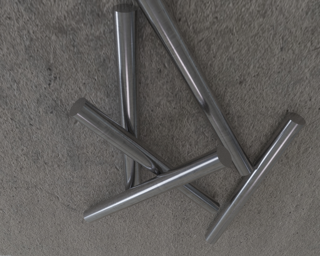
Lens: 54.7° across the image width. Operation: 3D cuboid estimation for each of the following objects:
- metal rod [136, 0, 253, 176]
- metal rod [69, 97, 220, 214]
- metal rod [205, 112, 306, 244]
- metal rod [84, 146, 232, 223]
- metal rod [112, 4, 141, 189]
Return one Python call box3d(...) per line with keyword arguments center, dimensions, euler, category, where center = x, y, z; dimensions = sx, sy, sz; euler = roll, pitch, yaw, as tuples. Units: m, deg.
box3d(center=(0.053, -0.039, 0.374), dimensions=(0.025, 0.025, 0.300), euler=(-23, 127, 18), category="metal rod")
box3d(center=(0.000, 0.055, 0.429), dimensions=(0.025, 0.025, 0.301), euler=(-30, 132, 23), category="metal rod")
box3d(center=(0.136, 0.097, 0.490), dimensions=(0.025, 0.025, 0.298), euler=(12, 129, -10), category="metal rod")
box3d(center=(-0.025, 0.091, 0.438), dimensions=(0.025, 0.025, 0.299), euler=(34, 136, -25), category="metal rod")
box3d(center=(-0.039, -0.005, 0.402), dimensions=(0.025, 0.025, 0.298), euler=(1, 130, -1), category="metal rod")
